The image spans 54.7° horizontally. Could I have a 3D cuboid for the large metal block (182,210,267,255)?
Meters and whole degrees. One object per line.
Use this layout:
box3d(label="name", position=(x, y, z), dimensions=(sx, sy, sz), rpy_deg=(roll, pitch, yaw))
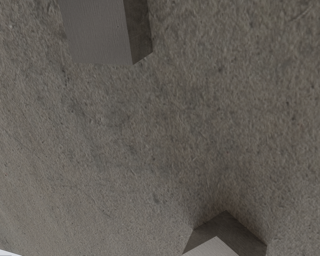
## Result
box3d(label="large metal block", position=(0.094, 0.179, 0.451), dimensions=(0.080, 0.050, 0.080), rpy_deg=(42, 129, -1))

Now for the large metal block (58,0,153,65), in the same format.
box3d(label="large metal block", position=(-0.059, -0.118, 0.347), dimensions=(0.080, 0.050, 0.079), rpy_deg=(7, 122, 24))
